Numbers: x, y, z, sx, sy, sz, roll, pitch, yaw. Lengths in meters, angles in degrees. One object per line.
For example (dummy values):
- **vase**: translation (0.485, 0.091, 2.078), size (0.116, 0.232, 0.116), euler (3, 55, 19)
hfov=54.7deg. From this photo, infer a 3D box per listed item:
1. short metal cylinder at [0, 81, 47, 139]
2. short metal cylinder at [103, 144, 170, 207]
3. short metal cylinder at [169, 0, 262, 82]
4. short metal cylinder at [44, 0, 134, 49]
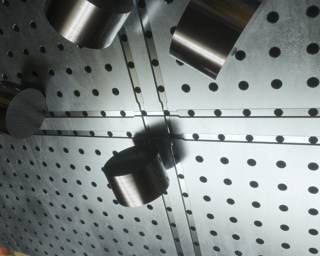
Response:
- **short metal cylinder**: translation (-0.223, -0.028, 0.476), size (0.050, 0.080, 0.079), euler (17, 125, 18)
- **short metal cylinder**: translation (-0.032, 0.064, 0.432), size (0.080, 0.080, 0.050), euler (-6, 115, 31)
- **short metal cylinder**: translation (0.052, -0.091, 0.292), size (0.050, 0.080, 0.079), euler (32, 129, 7)
- **short metal cylinder**: translation (-0.076, -0.132, 0.334), size (0.080, 0.080, 0.050), euler (43, 129, -2)
